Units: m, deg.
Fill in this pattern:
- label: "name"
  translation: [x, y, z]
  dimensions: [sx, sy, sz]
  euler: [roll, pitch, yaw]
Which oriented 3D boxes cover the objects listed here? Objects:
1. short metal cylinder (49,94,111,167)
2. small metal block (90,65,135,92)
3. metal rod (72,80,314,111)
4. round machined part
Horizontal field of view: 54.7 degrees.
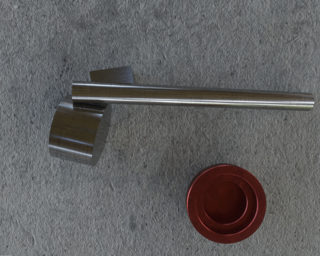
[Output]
- label: "short metal cylinder"
  translation: [-0.095, 0.003, 0.382]
  dimensions: [0.050, 0.080, 0.080]
  euler: [14, 90, 0]
- label: "small metal block"
  translation: [-0.058, -0.060, 0.397]
  dimensions: [0.050, 0.050, 0.025]
  euler: [-9, 90, 0]
- label: "metal rod"
  translation: [0.049, -0.038, 0.382]
  dimensions: [0.302, 0.025, 0.025]
  euler: [1, 90, -12]
- label: "round machined part"
  translation: [0.082, 0.094, 0.402]
  dimensions: [0.099, 0.042, 0.097]
  euler: [0, 90, 0]
